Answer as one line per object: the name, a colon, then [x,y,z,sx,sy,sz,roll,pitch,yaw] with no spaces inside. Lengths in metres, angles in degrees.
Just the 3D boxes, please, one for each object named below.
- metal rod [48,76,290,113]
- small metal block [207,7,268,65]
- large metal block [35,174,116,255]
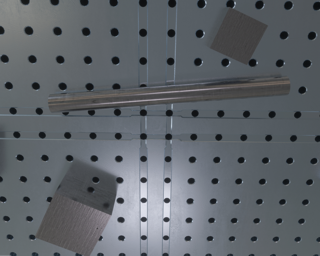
metal rod: [0.011,-0.043,0.397,0.302,0.025,0.025,-4,110,1]
small metal block: [0.092,-0.111,0.374,0.050,0.025,0.050,22,109,-8]
large metal block: [-0.119,0.126,0.445,0.080,0.050,0.080,25,108,-9]
